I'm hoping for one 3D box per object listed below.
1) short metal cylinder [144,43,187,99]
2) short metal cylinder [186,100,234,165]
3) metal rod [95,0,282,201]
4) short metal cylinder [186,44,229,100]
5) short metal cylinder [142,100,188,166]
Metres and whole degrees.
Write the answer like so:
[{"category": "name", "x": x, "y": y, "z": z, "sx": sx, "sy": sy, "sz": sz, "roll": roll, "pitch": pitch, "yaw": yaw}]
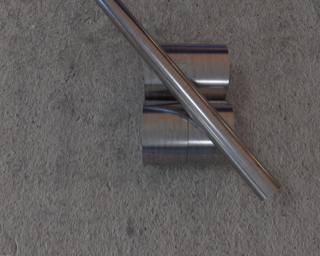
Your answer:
[{"category": "short metal cylinder", "x": 0.007, "y": -0.070, "z": 0.406, "sx": 0.050, "sy": 0.080, "sz": 0.080, "roll": 1, "pitch": 70, "yaw": 0}, {"category": "short metal cylinder", "x": 0.057, "y": 0.005, "z": 0.379, "sx": 0.050, "sy": 0.080, "sz": 0.080, "roll": 1, "pitch": 70, "yaw": 0}, {"category": "metal rod", "x": 0.020, "y": -0.049, "z": 0.342, "sx": 0.025, "sy": 0.025, "sz": 0.300, "roll": -35, "pitch": 74, "yaw": -12}, {"category": "short metal cylinder", "x": 0.057, "y": -0.069, "z": 0.406, "sx": 0.050, "sy": 0.080, "sz": 0.080, "roll": 1, "pitch": 70, "yaw": 0}, {"category": "short metal cylinder", "x": 0.006, "y": 0.005, "z": 0.378, "sx": 0.050, "sy": 0.080, "sz": 0.080, "roll": 1, "pitch": 70, "yaw": 0}]
